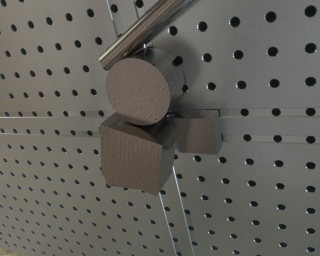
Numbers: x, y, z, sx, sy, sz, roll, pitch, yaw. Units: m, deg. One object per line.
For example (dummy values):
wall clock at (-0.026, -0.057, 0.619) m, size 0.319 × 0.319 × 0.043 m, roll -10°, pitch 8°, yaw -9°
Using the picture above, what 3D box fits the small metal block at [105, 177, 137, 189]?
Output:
small metal block at (-0.047, 0.062, 0.457) m, size 0.050 × 0.050 × 0.025 m, roll 1°, pitch 119°, yaw 27°

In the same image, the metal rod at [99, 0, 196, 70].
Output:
metal rod at (0.037, -0.143, 0.302) m, size 0.299 × 0.025 × 0.025 m, roll -30°, pitch 102°, yaw 37°

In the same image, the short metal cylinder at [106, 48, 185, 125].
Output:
short metal cylinder at (-0.016, -0.050, 0.368) m, size 0.080 × 0.050 × 0.079 m, roll 10°, pitch 119°, yaw 20°

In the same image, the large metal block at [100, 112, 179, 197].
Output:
large metal block at (-0.027, 0.029, 0.393) m, size 0.080 × 0.050 × 0.079 m, roll 18°, pitch 125°, yaw 17°

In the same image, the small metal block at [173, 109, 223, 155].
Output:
small metal block at (0.048, 0.005, 0.388) m, size 0.050 × 0.025 × 0.050 m, roll 2°, pitch 120°, yaw 27°

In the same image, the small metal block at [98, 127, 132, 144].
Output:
small metal block at (-0.057, 0.018, 0.450) m, size 0.050 × 0.025 × 0.050 m, roll 6°, pitch 121°, yaw 25°
